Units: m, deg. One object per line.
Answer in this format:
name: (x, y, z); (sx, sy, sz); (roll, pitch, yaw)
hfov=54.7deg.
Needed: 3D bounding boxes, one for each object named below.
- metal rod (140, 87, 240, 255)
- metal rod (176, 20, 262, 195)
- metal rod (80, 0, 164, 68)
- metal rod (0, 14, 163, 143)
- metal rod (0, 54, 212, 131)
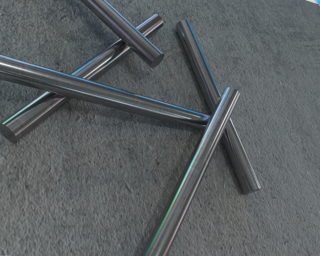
metal rod: (0.039, 0.057, 0.372); (0.025, 0.025, 0.301); (35, 57, -5)
metal rod: (0.082, -0.046, 0.475); (0.025, 0.025, 0.299); (-4, 64, -30)
metal rod: (-0.107, -0.193, 0.443); (0.300, 0.025, 0.025); (45, 51, 11)
metal rod: (-0.080, -0.084, 0.411); (0.025, 0.025, 0.301); (41, 51, -1)
metal rod: (-0.061, -0.038, 0.368); (0.302, 0.025, 0.025); (13, 56, -30)
